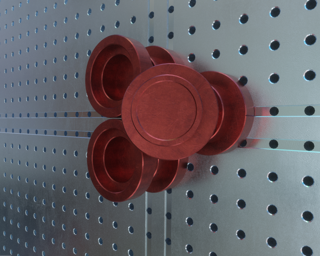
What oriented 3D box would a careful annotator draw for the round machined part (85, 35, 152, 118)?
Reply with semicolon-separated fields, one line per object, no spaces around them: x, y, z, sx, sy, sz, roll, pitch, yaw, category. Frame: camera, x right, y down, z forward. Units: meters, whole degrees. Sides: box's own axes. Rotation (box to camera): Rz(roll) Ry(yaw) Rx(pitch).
-0.045;-0.061;0.381;0.098;0.042;0.097;0;90;40;round machined part

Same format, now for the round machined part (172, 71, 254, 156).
0.053;-0.017;0.356;0.098;0.042;0.097;0;90;40;round machined part

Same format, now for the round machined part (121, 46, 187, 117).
-0.015;-0.061;0.413;0.098;0.042;0.097;0;90;40;round machined part

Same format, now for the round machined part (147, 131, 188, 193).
-0.015;0.037;0.412;0.098;0.042;0.097;0;90;40;round machined part

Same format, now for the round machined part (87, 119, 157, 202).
-0.042;0.038;0.379;0.098;0.042;0.097;0;90;40;round machined part

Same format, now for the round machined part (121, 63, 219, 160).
0.009;-0.016;0.309;0.098;0.042;0.097;0;90;8;round machined part
